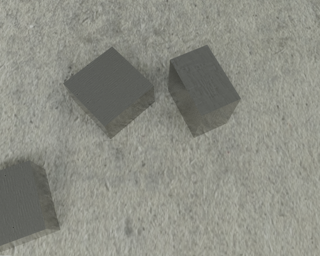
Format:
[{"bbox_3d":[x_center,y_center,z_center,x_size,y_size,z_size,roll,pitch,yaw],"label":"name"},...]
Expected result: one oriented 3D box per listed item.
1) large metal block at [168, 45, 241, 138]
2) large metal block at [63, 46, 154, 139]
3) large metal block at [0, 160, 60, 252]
[{"bbox_3d":[0.052,-0.044,0.396,0.050,0.080,0.080,-24,72,-9],"label":"large metal block"},{"bbox_3d":[-0.065,-0.046,0.411,0.080,0.050,0.080,-42,76,-14],"label":"large metal block"},{"bbox_3d":[-0.172,0.093,0.359,0.081,0.050,0.080,-19,71,-7],"label":"large metal block"}]
